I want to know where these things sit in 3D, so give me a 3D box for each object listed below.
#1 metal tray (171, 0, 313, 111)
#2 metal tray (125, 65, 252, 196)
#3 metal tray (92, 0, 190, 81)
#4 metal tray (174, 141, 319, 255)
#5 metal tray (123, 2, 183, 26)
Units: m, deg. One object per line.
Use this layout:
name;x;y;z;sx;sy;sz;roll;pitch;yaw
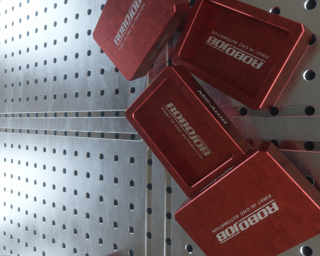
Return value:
metal tray;0.081;-0.087;0.339;0.130;0.030;0.089;38;113;33
metal tray;0.029;0.003;0.360;0.090;0.030;0.130;-44;80;31
metal tray;-0.030;-0.135;0.398;0.090;0.030;0.129;51;136;9
metal tray;0.088;0.086;0.315;0.090;0.030;0.129;48;121;6
metal tray;-0.005;-0.204;0.411;0.090;0.030;0.129;24;105;37
